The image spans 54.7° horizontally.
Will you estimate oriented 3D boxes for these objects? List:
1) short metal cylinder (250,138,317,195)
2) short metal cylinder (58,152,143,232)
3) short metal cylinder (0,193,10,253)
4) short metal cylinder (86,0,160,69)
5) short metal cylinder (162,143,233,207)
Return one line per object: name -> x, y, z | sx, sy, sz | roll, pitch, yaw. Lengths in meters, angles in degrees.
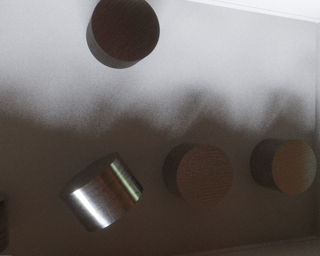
short metal cylinder -> 0.184, 0.056, 0.465 | 0.081, 0.050, 0.080 | 0, 90, -20
short metal cylinder -> -0.067, 0.072, 0.357 | 0.080, 0.080, 0.050 | -37, 102, -16
short metal cylinder -> -0.196, 0.098, 0.309 | 0.081, 0.080, 0.050 | -2, 91, -20
short metal cylinder -> -0.047, -0.117, 0.380 | 0.081, 0.050, 0.080 | 0, 90, -20
short metal cylinder -> 0.050, 0.061, 0.415 | 0.081, 0.050, 0.080 | 0, 90, -20
